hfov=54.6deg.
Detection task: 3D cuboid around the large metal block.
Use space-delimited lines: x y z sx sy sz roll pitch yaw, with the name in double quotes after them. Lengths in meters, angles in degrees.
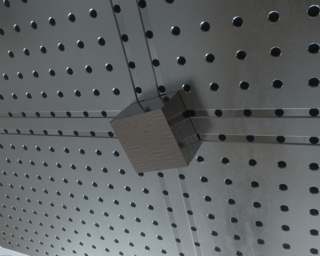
-0.005 0.008 0.402 0.080 0.050 0.080 -13 112 33 "large metal block"
